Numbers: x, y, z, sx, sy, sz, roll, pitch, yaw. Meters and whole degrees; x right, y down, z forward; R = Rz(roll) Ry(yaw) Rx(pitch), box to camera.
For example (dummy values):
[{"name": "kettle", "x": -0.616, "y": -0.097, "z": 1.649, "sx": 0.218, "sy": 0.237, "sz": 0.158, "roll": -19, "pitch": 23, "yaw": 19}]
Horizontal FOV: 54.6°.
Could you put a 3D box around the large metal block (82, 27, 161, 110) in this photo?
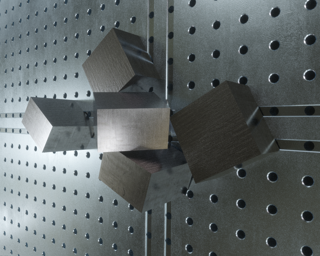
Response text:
[{"name": "large metal block", "x": -0.057, "y": -0.080, "z": 0.441, "sx": 0.080, "sy": 0.050, "sz": 0.080, "roll": -39, "pitch": 66, "yaw": 33}]

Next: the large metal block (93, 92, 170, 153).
[{"name": "large metal block", "x": -0.039, "y": -0.011, "z": 0.381, "sx": 0.080, "sy": 0.081, "sz": 0.050, "roll": -128, "pitch": 38, "yaw": -65}]

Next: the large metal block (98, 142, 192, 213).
[{"name": "large metal block", "x": -0.016, "y": 0.052, "z": 0.385, "sx": 0.080, "sy": 0.081, "sz": 0.050, "roll": 28, "pitch": 114, "yaw": 36}]

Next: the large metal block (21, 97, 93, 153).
[{"name": "large metal block", "x": -0.167, "y": -0.006, "z": 0.513, "sx": 0.080, "sy": 0.081, "sz": 0.050, "roll": 44, "pitch": 117, "yaw": 31}]

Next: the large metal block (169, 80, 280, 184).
[{"name": "large metal block", "x": 0.068, "y": 0.006, "z": 0.338, "sx": 0.080, "sy": 0.050, "sz": 0.080, "roll": -33, "pitch": 70, "yaw": 35}]
